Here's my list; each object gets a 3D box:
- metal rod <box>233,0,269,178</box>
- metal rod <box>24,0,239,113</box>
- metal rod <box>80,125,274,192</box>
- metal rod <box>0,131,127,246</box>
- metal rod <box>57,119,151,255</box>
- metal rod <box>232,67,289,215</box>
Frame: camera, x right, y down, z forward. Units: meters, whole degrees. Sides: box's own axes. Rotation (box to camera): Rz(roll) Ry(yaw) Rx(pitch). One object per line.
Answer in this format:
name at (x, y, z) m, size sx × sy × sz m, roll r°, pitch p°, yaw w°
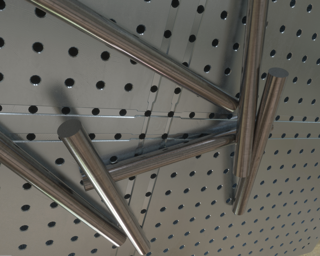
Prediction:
metal rod at (0.121, -0.065, 0.416) m, size 0.025 × 0.025 × 0.298 m, roll -13°, pitch 118°, yaw -22°
metal rod at (-0.009, -0.080, 0.355) m, size 0.302 × 0.025 × 0.025 m, roll 22°, pitch 106°, yaw -36°
metal rod at (0.038, 0.033, 0.451) m, size 0.302 × 0.025 × 0.025 m, roll -15°, pitch 125°, yaw -20°
metal rod at (-0.130, 0.077, 0.387) m, size 0.025 × 0.025 × 0.300 m, roll -38°, pitch 129°, yaw -3°
metal rod at (-0.059, 0.100, 0.412) m, size 0.025 × 0.025 × 0.299 m, roll -28°, pitch 137°, yaw -11°
metal rod at (0.149, 0.042, 0.489) m, size 0.025 × 0.025 × 0.298 m, roll -17°, pitch 134°, yaw -19°
